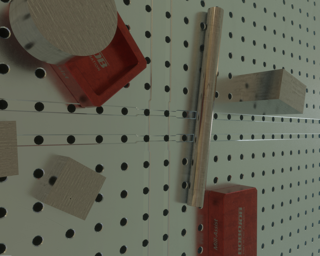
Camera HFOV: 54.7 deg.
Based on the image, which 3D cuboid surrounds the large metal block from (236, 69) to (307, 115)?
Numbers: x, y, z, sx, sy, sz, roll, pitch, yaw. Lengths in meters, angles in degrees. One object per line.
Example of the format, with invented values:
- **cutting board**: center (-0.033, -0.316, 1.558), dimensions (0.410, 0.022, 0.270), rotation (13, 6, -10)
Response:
- **large metal block**: center (0.191, -0.058, 0.533), dimensions (0.080, 0.080, 0.050), rotation (19, 78, -39)

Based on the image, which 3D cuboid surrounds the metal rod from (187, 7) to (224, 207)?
- **metal rod**: center (0.069, -0.034, 0.466), dimensions (0.025, 0.025, 0.298), rotation (11, 83, -40)

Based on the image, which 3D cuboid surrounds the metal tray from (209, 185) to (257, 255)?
- **metal tray**: center (0.121, 0.165, 0.507), dimensions (0.091, 0.030, 0.129), rotation (1, 90, -40)

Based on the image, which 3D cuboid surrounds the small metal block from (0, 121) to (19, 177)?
- **small metal block**: center (-0.158, 0.019, 0.277), dimensions (0.050, 0.025, 0.050), rotation (-4, 93, -40)

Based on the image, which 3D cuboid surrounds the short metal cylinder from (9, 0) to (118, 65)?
- **short metal cylinder**: center (-0.086, -0.101, 0.280), dimensions (0.081, 0.050, 0.080), rotation (0, 90, -40)

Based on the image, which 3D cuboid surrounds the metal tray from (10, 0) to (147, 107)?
- **metal tray**: center (-0.081, -0.098, 0.337), dimensions (0.090, 0.030, 0.130), rotation (-47, 118, -30)

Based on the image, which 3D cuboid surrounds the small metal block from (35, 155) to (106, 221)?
- **small metal block**: center (-0.094, 0.064, 0.330), dimensions (0.050, 0.025, 0.050), rotation (38, 67, -34)
